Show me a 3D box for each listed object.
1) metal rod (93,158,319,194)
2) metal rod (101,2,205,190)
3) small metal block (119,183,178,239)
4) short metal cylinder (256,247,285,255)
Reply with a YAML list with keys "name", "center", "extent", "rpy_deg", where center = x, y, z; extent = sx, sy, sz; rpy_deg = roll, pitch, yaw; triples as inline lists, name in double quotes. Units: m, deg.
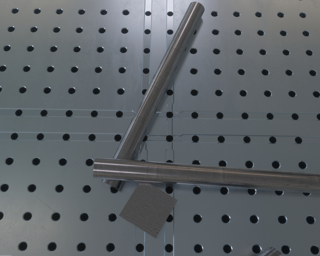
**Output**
- name: "metal rod"
  center: [0.074, 0.059, 0.376]
  extent: [0.302, 0.025, 0.025]
  rpy_deg: [5, 70, -5]
- name: "metal rod"
  center: [-0.002, -0.057, 0.432]
  extent: [0.025, 0.025, 0.300]
  rpy_deg: [22, 71, 8]
- name: "small metal block"
  center: [-0.014, 0.098, 0.376]
  extent: [0.050, 0.025, 0.050]
  rpy_deg: [29, 72, 10]
- name: "short metal cylinder"
  center: [0.120, 0.173, 0.320]
  extent: [0.050, 0.080, 0.080]
  rpy_deg: [-31, 73, -10]
